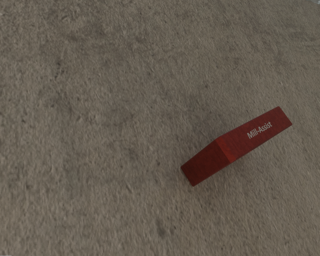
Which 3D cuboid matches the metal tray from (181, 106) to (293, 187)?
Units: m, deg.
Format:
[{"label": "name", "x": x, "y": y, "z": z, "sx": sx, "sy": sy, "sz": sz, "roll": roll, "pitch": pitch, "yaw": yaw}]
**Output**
[{"label": "metal tray", "x": 0.099, "y": 0.023, "z": 0.400, "sx": 0.131, "sy": 0.090, "sz": 0.030, "roll": -23, "pitch": 74, "yaw": -36}]
